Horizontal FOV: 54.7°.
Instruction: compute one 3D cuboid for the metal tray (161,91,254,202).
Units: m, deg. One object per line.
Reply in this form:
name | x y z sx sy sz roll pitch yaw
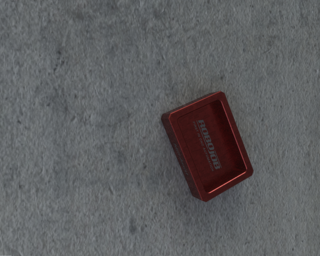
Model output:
metal tray | 0.067 0.024 0.432 0.091 0.030 0.129 -25 99 -19
